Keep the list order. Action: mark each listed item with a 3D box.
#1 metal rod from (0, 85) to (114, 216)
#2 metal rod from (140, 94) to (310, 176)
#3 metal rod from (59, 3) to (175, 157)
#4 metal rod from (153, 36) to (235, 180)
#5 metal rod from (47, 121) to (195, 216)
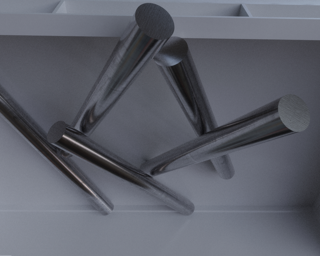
[{"bbox_3d":[-0.153,0.035,0.436,0.025,0.025,0.299,-20,128,16],"label":"metal rod"},{"bbox_3d":[0.033,0.027,0.330,0.025,0.025,0.299,18,160,-15],"label":"metal rod"},{"bbox_3d":[-0.066,-0.017,0.308,0.025,0.025,0.299,22,154,-18],"label":"metal rod"},{"bbox_3d":[0.054,0.007,0.340,0.025,0.025,0.300,-16,152,13],"label":"metal rod"},{"bbox_3d":[-0.027,0.070,0.416,0.025,0.025,0.300,-25,142,19],"label":"metal rod"}]
